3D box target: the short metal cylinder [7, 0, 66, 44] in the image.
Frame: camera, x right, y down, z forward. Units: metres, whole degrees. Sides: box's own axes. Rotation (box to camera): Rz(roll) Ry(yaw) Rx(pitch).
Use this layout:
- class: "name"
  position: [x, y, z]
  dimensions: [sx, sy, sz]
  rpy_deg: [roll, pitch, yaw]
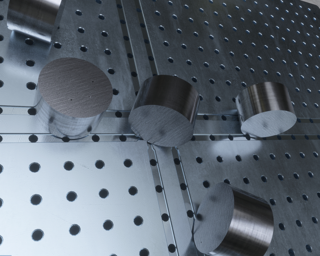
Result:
- class: "short metal cylinder"
  position: [-0.150, -0.152, 0.385]
  dimensions: [0.050, 0.080, 0.080]
  rpy_deg: [18, 55, -18]

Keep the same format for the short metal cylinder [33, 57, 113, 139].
- class: "short metal cylinder"
  position: [-0.101, -0.034, 0.358]
  dimensions: [0.081, 0.050, 0.080]
  rpy_deg: [14, 56, -21]

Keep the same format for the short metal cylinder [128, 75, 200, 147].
- class: "short metal cylinder"
  position: [0.006, -0.020, 0.388]
  dimensions: [0.080, 0.080, 0.050]
  rpy_deg: [26, 53, -13]

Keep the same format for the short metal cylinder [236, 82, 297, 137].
- class: "short metal cylinder"
  position: [0.161, -0.026, 0.475]
  dimensions: [0.081, 0.080, 0.050]
  rpy_deg: [11, 57, -23]

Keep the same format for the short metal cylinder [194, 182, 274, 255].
- class: "short metal cylinder"
  position: [0.081, 0.108, 0.350]
  dimensions: [0.050, 0.080, 0.080]
  rpy_deg: [24, 53, -14]
